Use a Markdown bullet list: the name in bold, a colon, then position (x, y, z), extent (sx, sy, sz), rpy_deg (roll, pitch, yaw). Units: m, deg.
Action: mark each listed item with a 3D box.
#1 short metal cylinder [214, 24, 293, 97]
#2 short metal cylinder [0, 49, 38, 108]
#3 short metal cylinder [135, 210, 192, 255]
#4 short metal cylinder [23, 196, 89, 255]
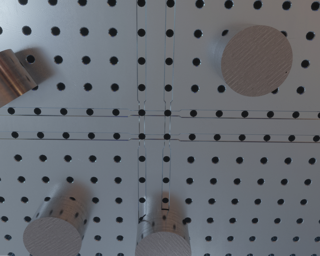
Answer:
- **short metal cylinder**: position (0.109, -0.082, 0.371), extent (0.081, 0.050, 0.079), rpy_deg (0, 110, -1)
- **short metal cylinder**: position (-0.194, -0.050, 0.363), extent (0.080, 0.080, 0.050), rpy_deg (-28, 108, 9)
- **short metal cylinder**: position (0.004, 0.171, 0.463), extent (0.081, 0.050, 0.079), rpy_deg (0, 110, -1)
- **short metal cylinder**: position (-0.149, 0.148, 0.453), extent (0.081, 0.050, 0.079), rpy_deg (0, 110, -1)
